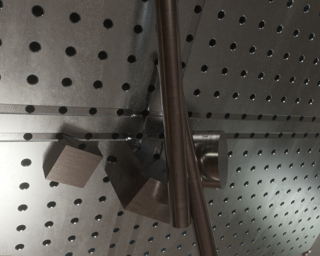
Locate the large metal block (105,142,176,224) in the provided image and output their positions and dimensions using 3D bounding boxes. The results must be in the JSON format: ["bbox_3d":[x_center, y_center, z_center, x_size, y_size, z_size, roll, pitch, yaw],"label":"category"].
[{"bbox_3d":[-0.016,0.073,0.413,0.080,0.080,0.050,31,101,-38],"label":"large metal block"}]

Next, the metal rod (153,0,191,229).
[{"bbox_3d":[0.014,-0.029,0.343,0.025,0.025,0.298,-10,105,-23],"label":"metal rod"}]

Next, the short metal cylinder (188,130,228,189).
[{"bbox_3d":[0.063,0.043,0.430,0.050,0.080,0.080,-2,131,21],"label":"short metal cylinder"}]

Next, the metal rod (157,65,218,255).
[{"bbox_3d":[0.040,0.067,0.386,0.025,0.025,0.298,-14,96,-21],"label":"metal rod"}]

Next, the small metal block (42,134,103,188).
[{"bbox_3d":[-0.107,0.042,0.380,0.050,0.025,0.050,25,105,-37],"label":"small metal block"}]
